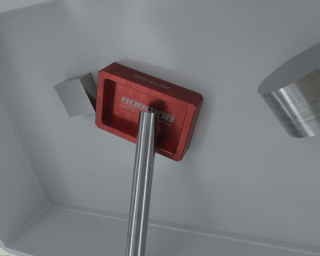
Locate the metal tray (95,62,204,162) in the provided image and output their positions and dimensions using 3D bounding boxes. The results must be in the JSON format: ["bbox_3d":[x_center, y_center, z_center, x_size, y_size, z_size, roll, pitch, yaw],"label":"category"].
[{"bbox_3d":[-0.019,-0.021,0.400,0.130,0.030,0.089,22,127,14],"label":"metal tray"}]

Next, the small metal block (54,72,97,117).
[{"bbox_3d":[-0.113,-0.046,0.438,0.050,0.025,0.050,-9,114,31],"label":"small metal block"}]

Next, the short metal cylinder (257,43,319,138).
[{"bbox_3d":[0.137,-0.036,0.279,0.080,0.080,0.050,-31,101,37],"label":"short metal cylinder"}]

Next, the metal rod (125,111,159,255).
[{"bbox_3d":[-0.029,0.128,0.400,0.025,0.025,0.298,8,95,24],"label":"metal rod"}]
